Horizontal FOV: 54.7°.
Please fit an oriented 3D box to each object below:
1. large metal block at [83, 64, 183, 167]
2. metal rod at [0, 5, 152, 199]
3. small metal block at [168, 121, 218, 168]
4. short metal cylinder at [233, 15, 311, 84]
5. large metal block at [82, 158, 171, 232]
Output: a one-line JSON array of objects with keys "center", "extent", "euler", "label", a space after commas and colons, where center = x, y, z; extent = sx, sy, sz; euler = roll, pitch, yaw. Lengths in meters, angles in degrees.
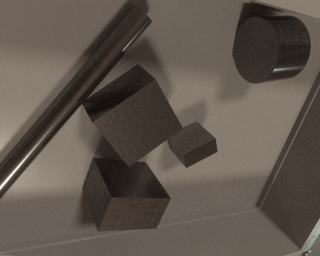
[{"center": [-0.031, -0.014, 0.368], "extent": [0.080, 0.050, 0.080], "euler": [-36, 129, -5], "label": "large metal block"}, {"center": [-0.117, -0.009, 0.339], "extent": [0.299, 0.025, 0.025], "euler": [-48, 129, 5], "label": "metal rod"}, {"center": [0.044, 0.022, 0.432], "extent": [0.050, 0.050, 0.025], "euler": [-25, 128, -13], "label": "small metal block"}, {"center": [0.138, -0.099, 0.389], "extent": [0.050, 0.080, 0.079], "euler": [-11, 123, -23], "label": "short metal cylinder"}, {"center": [-0.046, 0.084, 0.402], "extent": [0.081, 0.080, 0.050], "euler": [9, 114, -33], "label": "large metal block"}]
